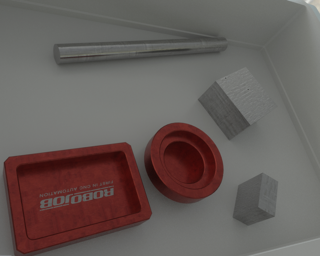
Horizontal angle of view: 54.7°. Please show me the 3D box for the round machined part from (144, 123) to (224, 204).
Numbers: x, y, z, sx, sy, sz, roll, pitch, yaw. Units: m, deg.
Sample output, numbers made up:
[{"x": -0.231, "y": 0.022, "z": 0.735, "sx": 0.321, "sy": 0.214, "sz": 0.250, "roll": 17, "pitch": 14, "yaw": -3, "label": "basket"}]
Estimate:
[{"x": 0.026, "y": 0.046, "z": 0.382, "sx": 0.099, "sy": 0.042, "sz": 0.098, "roll": 14, "pitch": 56, "yaw": -21, "label": "round machined part"}]

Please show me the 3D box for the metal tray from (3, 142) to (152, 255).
[{"x": -0.082, "y": 0.067, "z": 0.317, "sx": 0.131, "sy": 0.030, "sz": 0.090, "roll": -6, "pitch": 65, "yaw": -31, "label": "metal tray"}]

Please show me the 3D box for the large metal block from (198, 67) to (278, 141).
[{"x": 0.121, "y": -0.039, "z": 0.481, "sx": 0.081, "sy": 0.050, "sz": 0.080, "roll": -28, "pitch": 77, "yaw": -38, "label": "large metal block"}]

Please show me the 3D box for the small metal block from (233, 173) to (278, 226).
[{"x": 0.124, "y": 0.093, "z": 0.402, "sx": 0.025, "sy": 0.050, "sz": 0.050, "roll": 30, "pitch": 52, "yaw": -9, "label": "small metal block"}]

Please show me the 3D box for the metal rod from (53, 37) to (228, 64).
[{"x": -0.009, "y": -0.123, "z": 0.477, "sx": 0.303, "sy": 0.025, "sz": 0.025, "roll": -13, "pitch": 69, "yaw": -34, "label": "metal rod"}]
